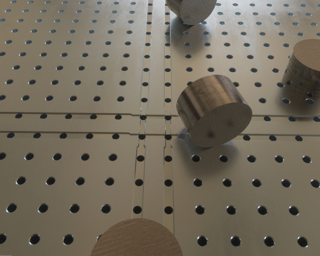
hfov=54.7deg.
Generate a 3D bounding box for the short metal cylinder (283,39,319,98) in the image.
[{"bbox_3d":[0.236,-0.091,0.471,0.081,0.050,0.080,0,50,0],"label":"short metal cylinder"}]

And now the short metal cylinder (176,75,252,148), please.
[{"bbox_3d":[0.067,-0.020,0.390,0.081,0.080,0.050,-14,52,-12],"label":"short metal cylinder"}]

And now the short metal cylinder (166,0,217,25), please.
[{"bbox_3d":[0.059,-0.240,0.575,0.081,0.080,0.050,-23,54,-18],"label":"short metal cylinder"}]

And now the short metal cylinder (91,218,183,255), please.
[{"bbox_3d":[-0.020,0.130,0.282,0.081,0.050,0.080,0,50,0],"label":"short metal cylinder"}]
